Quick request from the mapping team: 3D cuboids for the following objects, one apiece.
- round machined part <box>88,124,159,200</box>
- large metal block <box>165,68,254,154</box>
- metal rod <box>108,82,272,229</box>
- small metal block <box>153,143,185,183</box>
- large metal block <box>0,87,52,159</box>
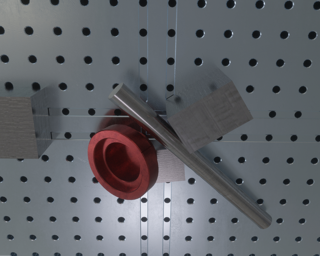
[{"bbox_3d":[-0.043,0.040,0.404,0.098,0.042,0.097,13,117,28],"label":"round machined part"},{"bbox_3d":[0.055,-0.024,0.376,0.080,0.080,0.050,-30,107,10],"label":"large metal block"},{"bbox_3d":[0.054,0.049,0.410,0.025,0.025,0.300,-43,113,14],"label":"metal rod"},{"bbox_3d":[0.008,0.047,0.431,0.050,0.025,0.050,-5,110,2],"label":"small metal block"},{"bbox_3d":[-0.191,-0.008,0.395,0.081,0.050,0.079,1,110,-1],"label":"large metal block"}]
